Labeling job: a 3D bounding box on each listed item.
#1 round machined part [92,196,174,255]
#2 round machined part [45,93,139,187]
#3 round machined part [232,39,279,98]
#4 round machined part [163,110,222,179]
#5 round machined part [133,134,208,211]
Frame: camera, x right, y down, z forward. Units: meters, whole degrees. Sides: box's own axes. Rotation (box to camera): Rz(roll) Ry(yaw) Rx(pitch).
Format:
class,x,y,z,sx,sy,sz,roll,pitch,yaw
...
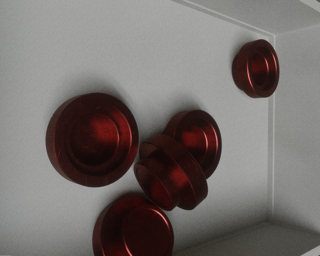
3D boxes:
class,x,y,z,sx,sy,sz,roll,pitch,yaw
round machined part,-0.023,0.125,0.354,0.099,0.042,0.098,22,52,-30
round machined part,-0.075,0.012,0.334,0.099,0.042,0.097,0,90,-40
round machined part,0.161,-0.099,0.534,0.099,0.042,0.097,0,90,-40
round machined part,0.039,0.024,0.429,0.099,0.042,0.097,1,88,-42
round machined part,0.006,0.059,0.367,0.042,0.098,0.098,-35,112,-27
